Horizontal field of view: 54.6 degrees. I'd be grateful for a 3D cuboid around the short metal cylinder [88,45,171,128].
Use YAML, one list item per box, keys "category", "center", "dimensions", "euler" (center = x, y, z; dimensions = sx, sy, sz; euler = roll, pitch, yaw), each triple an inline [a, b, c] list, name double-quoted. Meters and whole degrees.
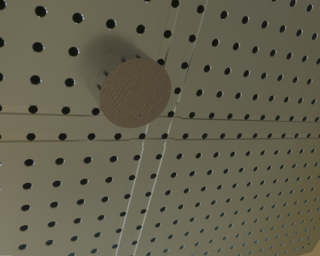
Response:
- category: "short metal cylinder"
  center: [-0.035, -0.047, 0.347]
  dimensions: [0.081, 0.050, 0.080]
  euler: [-14, 124, -21]
